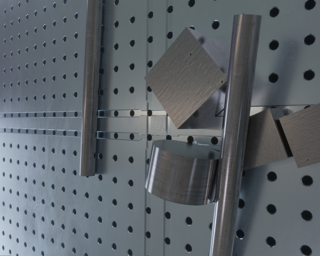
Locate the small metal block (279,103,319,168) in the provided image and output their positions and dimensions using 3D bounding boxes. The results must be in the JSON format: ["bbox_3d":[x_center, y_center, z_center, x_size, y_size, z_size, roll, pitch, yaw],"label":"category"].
[{"bbox_3d":[0.148,0.005,0.288,0.050,0.025,0.050,-26,74,36],"label":"small metal block"}]

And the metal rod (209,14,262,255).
[{"bbox_3d":[0.073,0.042,0.319,0.025,0.025,0.298,15,109,39],"label":"metal rod"}]

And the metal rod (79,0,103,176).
[{"bbox_3d":[-0.111,-0.072,0.500,0.025,0.025,0.298,5,93,40],"label":"metal rod"}]

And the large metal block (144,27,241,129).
[{"bbox_3d":[0.040,-0.055,0.360,0.080,0.050,0.080,-46,63,30],"label":"large metal block"}]

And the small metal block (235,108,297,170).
[{"bbox_3d":[0.105,0.012,0.318,0.050,0.025,0.050,-28,73,44],"label":"small metal block"}]

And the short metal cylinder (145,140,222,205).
[{"bbox_3d":[0.027,0.047,0.351,0.080,0.081,0.050,17,101,38],"label":"short metal cylinder"}]
